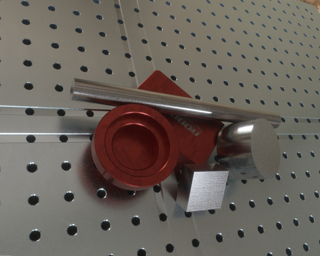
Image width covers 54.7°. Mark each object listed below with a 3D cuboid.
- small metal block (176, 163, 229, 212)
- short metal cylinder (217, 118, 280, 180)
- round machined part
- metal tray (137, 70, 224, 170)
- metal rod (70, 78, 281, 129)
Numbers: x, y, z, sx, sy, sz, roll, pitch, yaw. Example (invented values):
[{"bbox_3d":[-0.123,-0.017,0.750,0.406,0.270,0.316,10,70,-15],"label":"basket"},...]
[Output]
[{"bbox_3d":[0.051,0.071,0.377,0.050,0.025,0.050,3,104,-28],"label":"small metal block"},{"bbox_3d":[0.122,0.030,0.422,0.081,0.050,0.080,12,73,-43],"label":"short metal cylinder"},{"bbox_3d":[-0.031,0.025,0.361,0.099,0.042,0.098,9,65,-19],"label":"round machined part"},{"bbox_3d":[0.018,-0.010,0.424,0.130,0.030,0.090,40,51,-2],"label":"metal tray"},{"bbox_3d":[0.039,-0.027,0.407,0.302,0.025,0.025,7,59,-25],"label":"metal rod"}]
